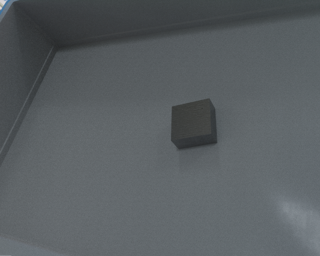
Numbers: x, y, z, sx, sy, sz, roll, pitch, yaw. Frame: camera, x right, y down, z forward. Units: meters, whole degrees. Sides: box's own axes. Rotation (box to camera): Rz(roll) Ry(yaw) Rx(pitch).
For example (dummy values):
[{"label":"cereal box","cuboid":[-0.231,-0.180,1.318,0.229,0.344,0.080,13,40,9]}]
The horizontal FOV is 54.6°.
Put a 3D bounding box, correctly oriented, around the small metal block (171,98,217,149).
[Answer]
[{"label":"small metal block","cuboid":[0.042,-0.005,0.387,0.050,0.025,0.050,-11,57,22]}]
